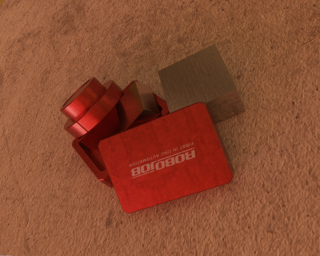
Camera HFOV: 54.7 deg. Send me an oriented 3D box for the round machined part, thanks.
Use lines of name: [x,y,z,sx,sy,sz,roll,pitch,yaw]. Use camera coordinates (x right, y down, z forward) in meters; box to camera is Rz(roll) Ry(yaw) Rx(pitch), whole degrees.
round machined part: [-0.104,-0.035,0.444,0.098,0.042,0.098,-37,22,18]

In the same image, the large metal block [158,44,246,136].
large metal block: [0.051,-0.047,0.392,0.080,0.050,0.080,-24,53,13]

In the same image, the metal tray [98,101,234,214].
metal tray: [0.006,0.034,0.349,0.130,0.030,0.090,-21,90,16]

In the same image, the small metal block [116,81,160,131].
small metal block: [-0.031,-0.024,0.407,0.050,0.025,0.050,-46,47,33]

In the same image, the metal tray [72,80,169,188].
metal tray: [-0.049,0.005,0.424,0.130,0.030,0.090,-46,51,-4]
